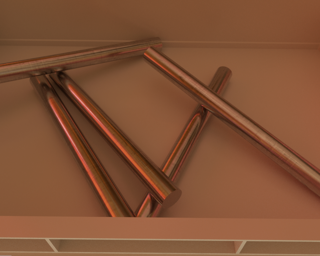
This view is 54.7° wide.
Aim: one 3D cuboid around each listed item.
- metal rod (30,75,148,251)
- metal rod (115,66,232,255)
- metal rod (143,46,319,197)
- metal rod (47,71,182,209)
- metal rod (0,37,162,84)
[{"bbox_3d":[-0.102,0.016,0.372,0.025,0.025,0.300,-26,50,-20],"label":"metal rod"},{"bbox_3d":[0.033,0.018,0.390,0.025,0.025,0.301,21,53,16],"label":"metal rod"},{"bbox_3d":[0.093,-0.013,0.391,0.300,0.025,0.025,41,60,19],"label":"metal rod"},{"bbox_3d":[-0.078,-0.011,0.395,0.025,0.025,0.300,-30,51,-23],"label":"metal rod"},{"bbox_3d":[-0.129,-0.099,0.453,0.302,0.025,0.025,-19,52,-28],"label":"metal rod"}]
